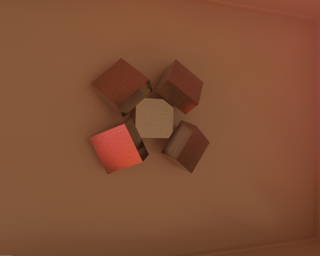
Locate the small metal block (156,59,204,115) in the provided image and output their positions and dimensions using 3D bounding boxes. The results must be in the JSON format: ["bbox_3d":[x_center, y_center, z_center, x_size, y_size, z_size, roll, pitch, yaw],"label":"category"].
[{"bbox_3d":[0.027,-0.054,0.405,0.050,0.025,0.050,37,41,-17],"label":"small metal block"}]

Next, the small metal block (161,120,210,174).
[{"bbox_3d":[0.035,0.026,0.409,0.050,0.025,0.050,-58,141,-11],"label":"small metal block"}]

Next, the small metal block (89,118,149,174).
[{"bbox_3d":[-0.049,0.022,0.378,0.050,0.025,0.050,-21,99,19],"label":"small metal block"}]

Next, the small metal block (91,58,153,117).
[{"bbox_3d":[-0.046,-0.050,0.378,0.050,0.025,0.050,40,75,23],"label":"small metal block"}]

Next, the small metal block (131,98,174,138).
[{"bbox_3d":[-0.011,-0.012,0.404,0.050,0.025,0.050,2,90,-20],"label":"small metal block"}]
